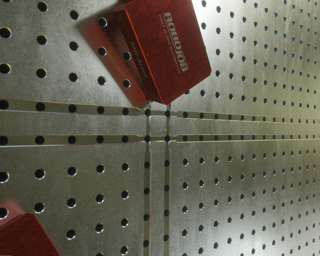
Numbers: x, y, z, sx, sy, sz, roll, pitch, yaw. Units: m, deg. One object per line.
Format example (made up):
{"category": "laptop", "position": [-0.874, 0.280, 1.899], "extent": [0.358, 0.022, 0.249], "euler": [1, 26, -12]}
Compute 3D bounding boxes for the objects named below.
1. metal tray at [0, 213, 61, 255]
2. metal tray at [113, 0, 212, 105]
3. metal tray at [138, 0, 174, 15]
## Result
{"category": "metal tray", "position": [-0.123, 0.154, 0.273], "extent": [0.091, 0.030, 0.130], "euler": [-32, 90, -35]}
{"category": "metal tray", "position": [0.009, -0.106, 0.388], "extent": [0.090, 0.030, 0.130], "euler": [-36, 122, -22]}
{"category": "metal tray", "position": [-0.024, -0.220, 0.384], "extent": [0.130, 0.030, 0.090], "euler": [37, 68, -34]}
